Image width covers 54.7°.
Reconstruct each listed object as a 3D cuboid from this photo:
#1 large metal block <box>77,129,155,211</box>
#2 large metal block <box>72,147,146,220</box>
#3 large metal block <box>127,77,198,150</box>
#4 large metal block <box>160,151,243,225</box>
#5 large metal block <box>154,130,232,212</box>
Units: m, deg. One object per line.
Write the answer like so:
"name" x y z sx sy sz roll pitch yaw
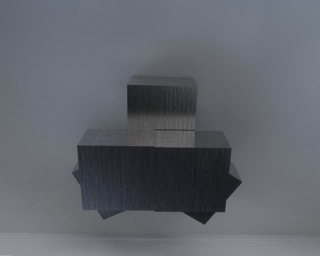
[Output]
"large metal block" -0.047 0.047 0.360 0.081 0.050 0.079 1 110 -1
"large metal block" -0.057 0.065 0.419 0.080 0.050 0.080 -25 108 8
"large metal block" 0.002 -0.020 0.389 0.081 0.050 0.079 1 110 -1
"large metal block" 0.049 0.070 0.421 0.080 0.050 0.080 33 107 -11
"large metal block" 0.034 0.049 0.360 0.081 0.050 0.079 1 110 -1
